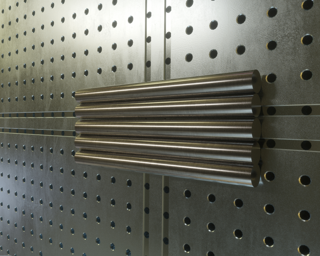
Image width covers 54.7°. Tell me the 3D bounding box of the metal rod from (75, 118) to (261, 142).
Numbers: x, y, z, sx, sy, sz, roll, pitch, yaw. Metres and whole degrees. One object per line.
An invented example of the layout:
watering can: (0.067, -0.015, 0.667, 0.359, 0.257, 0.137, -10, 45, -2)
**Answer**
metal rod: (-0.015, 0.000, 0.419, 0.300, 0.025, 0.025, 1, 91, 39)

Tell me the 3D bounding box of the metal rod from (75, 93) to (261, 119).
metal rod: (-0.015, -0.025, 0.420, 0.300, 0.025, 0.025, 1, 91, 39)

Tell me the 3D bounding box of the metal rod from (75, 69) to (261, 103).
metal rod: (-0.015, -0.051, 0.419, 0.300, 0.025, 0.025, 1, 91, 39)

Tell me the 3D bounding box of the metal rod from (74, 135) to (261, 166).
metal rod: (-0.015, 0.025, 0.420, 0.300, 0.025, 0.025, 1, 91, 39)

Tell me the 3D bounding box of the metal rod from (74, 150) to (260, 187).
metal rod: (-0.016, 0.049, 0.420, 0.300, 0.025, 0.025, 0, 90, 39)
